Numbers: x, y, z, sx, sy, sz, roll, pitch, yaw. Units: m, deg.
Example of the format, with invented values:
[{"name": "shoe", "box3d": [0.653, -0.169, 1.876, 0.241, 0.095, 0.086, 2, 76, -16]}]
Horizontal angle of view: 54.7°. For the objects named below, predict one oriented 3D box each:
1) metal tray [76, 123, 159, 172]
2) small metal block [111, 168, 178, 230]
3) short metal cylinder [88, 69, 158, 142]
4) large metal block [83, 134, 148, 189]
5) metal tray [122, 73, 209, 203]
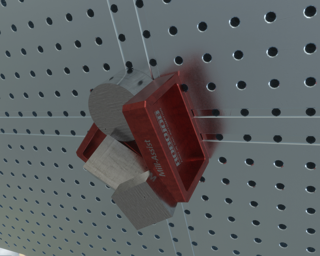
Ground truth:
[{"name": "metal tray", "box3d": [-0.054, 0.048, 0.463, 0.130, 0.030, 0.089, 40, 129, 0]}, {"name": "small metal block", "box3d": [-0.017, 0.081, 0.347, 0.050, 0.025, 0.050, -29, 104, 26]}, {"name": "short metal cylinder", "box3d": [-0.044, -0.029, 0.398, 0.080, 0.050, 0.079, 13, 124, 20]}, {"name": "large metal block", "box3d": [-0.049, 0.060, 0.416, 0.080, 0.050, 0.080, 34, 164, 5]}, {"name": "metal tray", "box3d": [0.013, 0.012, 0.368, 0.030, 0.090, 0.129, -9, 114, 32]}]
